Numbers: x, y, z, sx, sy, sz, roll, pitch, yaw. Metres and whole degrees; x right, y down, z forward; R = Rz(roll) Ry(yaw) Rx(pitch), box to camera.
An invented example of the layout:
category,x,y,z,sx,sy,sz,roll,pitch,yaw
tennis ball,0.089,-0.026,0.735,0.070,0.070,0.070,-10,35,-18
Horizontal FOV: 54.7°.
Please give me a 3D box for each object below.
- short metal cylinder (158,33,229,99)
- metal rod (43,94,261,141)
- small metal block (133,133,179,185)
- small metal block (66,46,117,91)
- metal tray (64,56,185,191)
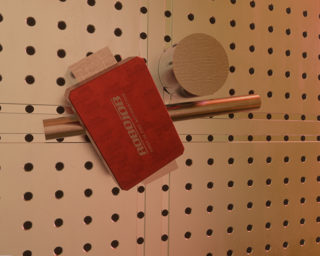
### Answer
category,x,y,z,sx,sy,sz,roll,pitch,yaw
short metal cylinder,0.044,-0.081,0.416,0.081,0.050,0.079,0,90,-21
metal rod,0.005,-0.019,0.415,0.303,0.025,0.025,-8,93,-20
small metal block,-0.011,0.040,0.408,0.050,0.025,0.050,-25,99,-19
small metal block,-0.082,-0.070,0.369,0.050,0.050,0.025,-33,101,-17
metal tray,-0.037,-0.005,0.356,0.091,0.030,0.129,-32,112,-17
